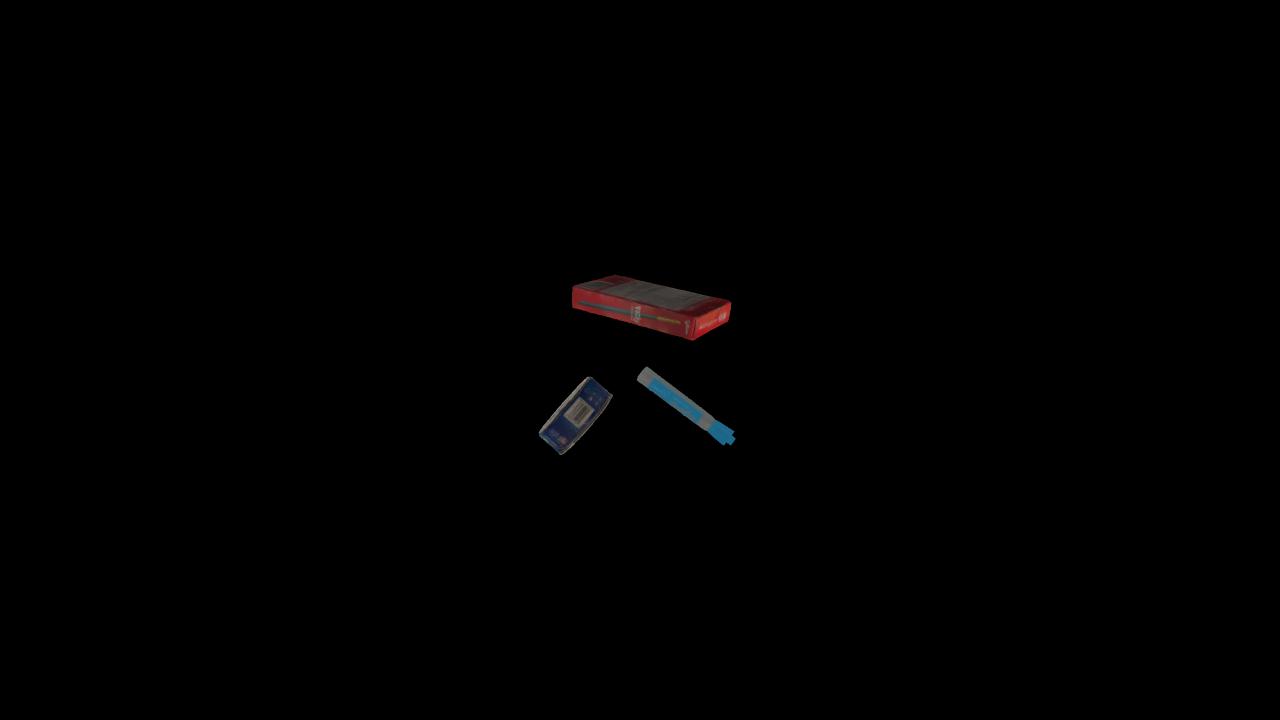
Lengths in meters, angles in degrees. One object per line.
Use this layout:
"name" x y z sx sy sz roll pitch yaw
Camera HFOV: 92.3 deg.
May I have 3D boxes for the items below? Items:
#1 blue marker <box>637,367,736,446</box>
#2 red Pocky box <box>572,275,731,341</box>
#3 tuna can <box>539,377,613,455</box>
"blue marker" 0.049 0.050 0.649 0.121 0.020 0.020 37 7 10
"red Pocky box" 0.011 -0.059 0.660 0.155 0.028 0.083 17 24 29
"tuna can" -0.068 0.057 0.646 0.034 0.084 0.084 41 -5 -5
